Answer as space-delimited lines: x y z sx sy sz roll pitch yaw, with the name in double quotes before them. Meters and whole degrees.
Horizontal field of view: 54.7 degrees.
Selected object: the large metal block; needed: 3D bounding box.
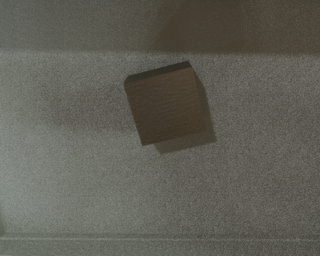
"large metal block" 0.007 -0.032 0.386 0.080 0.050 0.080 -14 110 4
